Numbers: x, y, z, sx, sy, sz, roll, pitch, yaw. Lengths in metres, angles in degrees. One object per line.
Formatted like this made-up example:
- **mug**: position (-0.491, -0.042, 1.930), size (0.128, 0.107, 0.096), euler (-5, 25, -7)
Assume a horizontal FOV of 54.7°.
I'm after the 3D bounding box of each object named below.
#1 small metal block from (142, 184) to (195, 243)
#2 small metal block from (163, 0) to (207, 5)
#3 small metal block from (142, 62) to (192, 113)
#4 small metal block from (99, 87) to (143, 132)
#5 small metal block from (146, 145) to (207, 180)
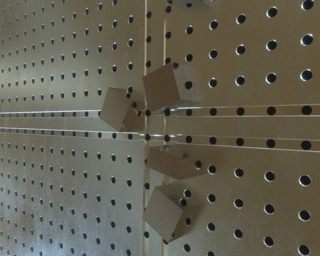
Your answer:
- **small metal block**: position (0.010, 0.109, 0.400), size (0.050, 0.025, 0.050), euler (34, 111, 34)
- **small metal block**: position (0.033, -0.181, 0.380), size (0.050, 0.025, 0.050), euler (16, 100, 38)
- **small metal block**: position (0.009, -0.051, 0.401), size (0.050, 0.025, 0.050), euler (-22, 77, 37)
- **small metal block**: position (-0.058, -0.027, 0.455), size (0.050, 0.025, 0.050), euler (32, 110, 35)
- **small metal block**: position (0.020, 0.040, 0.375), size (0.050, 0.050, 0.025), euler (17, 101, 38)
